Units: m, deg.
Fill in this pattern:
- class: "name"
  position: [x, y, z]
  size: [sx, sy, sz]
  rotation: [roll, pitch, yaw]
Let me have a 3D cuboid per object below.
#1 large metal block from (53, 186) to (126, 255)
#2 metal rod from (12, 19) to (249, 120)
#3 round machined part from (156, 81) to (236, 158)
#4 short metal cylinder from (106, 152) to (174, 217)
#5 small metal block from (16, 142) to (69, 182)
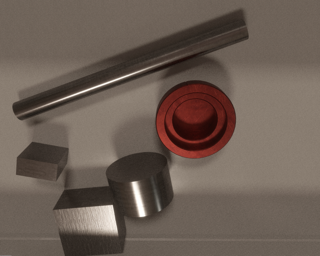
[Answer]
- class: "large metal block"
  position: [-0.097, 0.133, 0.445]
  size: [0.080, 0.050, 0.079]
  rotation: [-5, 110, 3]
- class: "metal rod"
  position: [-0.041, -0.070, 0.385]
  size: [0.301, 0.025, 0.025]
  rotation: [-19, 109, 6]
- class: "round machined part"
  position: [0.044, -0.014, 0.398]
  size: [0.099, 0.042, 0.097]
  rotation: [0, 110, -1]
- class: "short metal cylinder"
  position: [-0.026, 0.072, 0.408]
  size: [0.080, 0.080, 0.050]
  rotation: [-10, 110, 3]
- class: "small metal block"
  position: [-0.155, 0.044, 0.412]
  size: [0.050, 0.050, 0.025]
  rotation: [11, 110, -4]
